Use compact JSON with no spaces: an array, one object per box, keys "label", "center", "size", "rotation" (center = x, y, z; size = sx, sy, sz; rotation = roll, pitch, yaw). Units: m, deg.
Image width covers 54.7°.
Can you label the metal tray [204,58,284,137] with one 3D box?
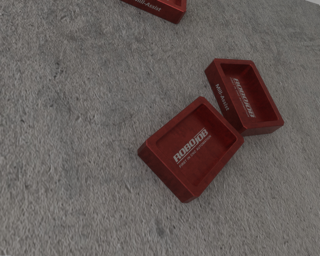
[{"label":"metal tray","center":[0.136,-0.052,0.504],"size":[0.091,0.030,0.130],"rotation":[-5,64,-30]}]

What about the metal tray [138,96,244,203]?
[{"label":"metal tray","center":[0.045,0.023,0.409],"size":[0.090,0.030,0.131],"rotation":[47,51,4]}]

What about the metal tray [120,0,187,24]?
[{"label":"metal tray","center":[-0.018,-0.243,0.538],"size":[0.131,0.030,0.090],"rotation":[17,55,-18]}]
